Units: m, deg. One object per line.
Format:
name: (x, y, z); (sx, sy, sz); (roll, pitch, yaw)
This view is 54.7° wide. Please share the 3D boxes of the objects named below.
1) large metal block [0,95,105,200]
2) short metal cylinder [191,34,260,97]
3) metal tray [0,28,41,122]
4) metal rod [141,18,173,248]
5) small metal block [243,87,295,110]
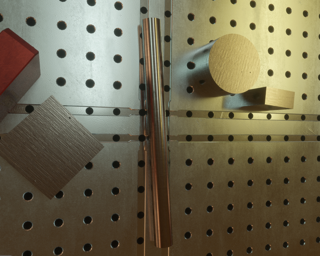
large metal block: (-0.125, 0.020, 0.354); (0.080, 0.050, 0.080); (-46, 105, -14)
short metal cylinder: (0.091, -0.086, 0.434); (0.081, 0.050, 0.079); (0, 90, -21)
metal tray: (-0.157, -0.037, 0.299); (0.030, 0.130, 0.090); (39, 77, -16)
metal rod: (-0.004, 0.007, 0.412); (0.025, 0.025, 0.298); (-4, 91, -20)
small metal block: (0.161, -0.043, 0.461); (0.050, 0.050, 0.025); (7, 88, -20)
